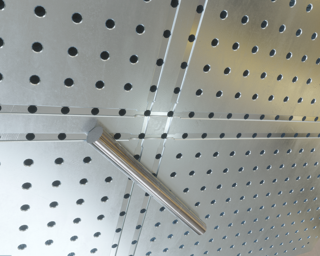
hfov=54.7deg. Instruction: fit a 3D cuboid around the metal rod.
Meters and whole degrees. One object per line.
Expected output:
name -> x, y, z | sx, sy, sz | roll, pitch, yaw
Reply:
metal rod -> -0.003, 0.095, 0.468 | 0.025, 0.025, 0.300 | -41, 130, 0
